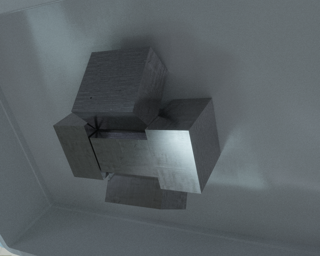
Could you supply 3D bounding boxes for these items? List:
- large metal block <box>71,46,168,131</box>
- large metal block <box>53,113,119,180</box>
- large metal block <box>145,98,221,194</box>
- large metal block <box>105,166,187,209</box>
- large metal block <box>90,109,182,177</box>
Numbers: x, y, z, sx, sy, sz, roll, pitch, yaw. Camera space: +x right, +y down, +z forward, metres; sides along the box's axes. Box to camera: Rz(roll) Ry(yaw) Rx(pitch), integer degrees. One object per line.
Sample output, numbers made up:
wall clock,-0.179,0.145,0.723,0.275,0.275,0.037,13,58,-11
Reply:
large metal block,-0.044,-0.043,0.360,0.080,0.080,0.050,2,157,27
large metal block,-0.087,0.013,0.426,0.050,0.080,0.080,1,119,28
large metal block,0.031,0.018,0.366,0.050,0.080,0.080,1,119,28
large metal block,-0.015,0.080,0.420,0.080,0.080,0.050,0,77,27
large metal block,-0.027,0.015,0.395,0.080,0.080,0.050,1,119,28
